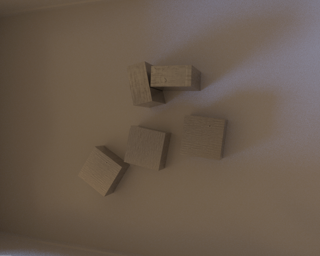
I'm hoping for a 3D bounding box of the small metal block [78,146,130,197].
[{"bbox_3d":[-0.079,0.060,0.438,0.050,0.025,0.050,34,101,16],"label":"small metal block"}]

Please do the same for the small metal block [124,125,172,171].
[{"bbox_3d":[-0.016,0.026,0.416,0.050,0.025,0.050,12,94,19],"label":"small metal block"}]

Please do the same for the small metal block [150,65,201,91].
[{"bbox_3d":[0.021,-0.062,0.390,0.050,0.050,0.025,3,91,20],"label":"small metal block"}]

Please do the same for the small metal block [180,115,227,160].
[{"bbox_3d":[0.056,0.011,0.391,0.050,0.025,0.050,8,93,19],"label":"small metal block"}]

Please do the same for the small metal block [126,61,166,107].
[{"bbox_3d":[-0.017,-0.055,0.403,0.025,0.050,0.050,-12,86,20],"label":"small metal block"}]
